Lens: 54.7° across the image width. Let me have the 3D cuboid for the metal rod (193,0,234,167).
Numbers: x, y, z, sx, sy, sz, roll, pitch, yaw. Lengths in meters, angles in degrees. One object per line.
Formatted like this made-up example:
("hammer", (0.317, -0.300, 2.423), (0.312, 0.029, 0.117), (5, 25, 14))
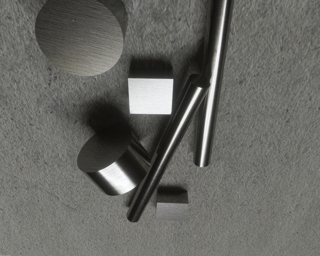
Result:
("metal rod", (0.060, -0.066, 0.351), (0.025, 0.025, 0.298), (0, 130, 0))

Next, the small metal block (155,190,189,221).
("small metal block", (0.019, 0.131, 0.519), (0.050, 0.025, 0.050), (3, 130, -3))

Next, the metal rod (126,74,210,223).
("metal rod", (-0.001, 0.050, 0.437), (0.025, 0.025, 0.298), (13, 133, -11))

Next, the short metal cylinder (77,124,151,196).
("short metal cylinder", (-0.059, 0.041, 0.405), (0.080, 0.080, 0.050), (-21, 127, 16))

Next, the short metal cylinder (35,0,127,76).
("short metal cylinder", (-0.074, -0.099, 0.306), (0.081, 0.050, 0.079), (0, 130, 0))

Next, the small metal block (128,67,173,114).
("small metal block", (-0.011, -0.044, 0.370), (0.050, 0.025, 0.050), (1, 130, -1))
